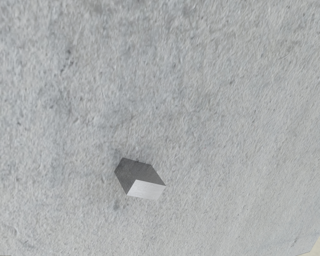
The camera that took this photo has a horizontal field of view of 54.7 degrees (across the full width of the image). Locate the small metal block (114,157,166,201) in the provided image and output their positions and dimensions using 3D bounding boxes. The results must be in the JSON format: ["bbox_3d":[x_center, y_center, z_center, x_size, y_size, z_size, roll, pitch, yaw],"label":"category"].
[{"bbox_3d":[-0.027,0.069,0.420,0.050,0.050,0.025,20,108,-36],"label":"small metal block"}]
